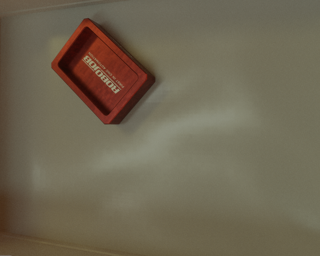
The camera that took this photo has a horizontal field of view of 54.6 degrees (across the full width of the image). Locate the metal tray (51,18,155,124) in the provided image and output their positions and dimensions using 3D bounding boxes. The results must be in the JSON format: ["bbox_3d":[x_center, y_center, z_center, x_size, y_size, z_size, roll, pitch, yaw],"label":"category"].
[{"bbox_3d":[-0.082,-0.078,0.437,0.130,0.030,0.090,45,104,14],"label":"metal tray"}]
